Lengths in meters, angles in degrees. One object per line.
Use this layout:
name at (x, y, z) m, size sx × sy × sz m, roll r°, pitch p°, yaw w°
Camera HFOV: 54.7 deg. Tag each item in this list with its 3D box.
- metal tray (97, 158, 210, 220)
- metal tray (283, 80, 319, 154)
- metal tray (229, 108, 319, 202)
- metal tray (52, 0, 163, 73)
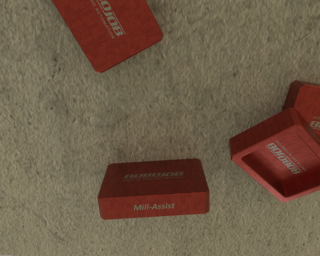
metal tray at (-0.007, 0.076, 0.403) m, size 0.131 × 0.090 × 0.030 m, roll -4°, pitch 110°, yaw 1°
metal tray at (0.229, -0.007, 0.408) m, size 0.131 × 0.030 × 0.089 m, roll 9°, pitch 110°, yaw -4°
metal tray at (0.161, 0.040, 0.392) m, size 0.090 × 0.030 × 0.130 m, roll -33°, pitch 124°, yaw 31°
metal tray at (-0.065, -0.141, 0.354) m, size 0.090 × 0.030 × 0.130 m, roll -27°, pitch 108°, yaw 9°
